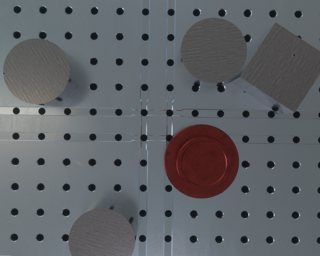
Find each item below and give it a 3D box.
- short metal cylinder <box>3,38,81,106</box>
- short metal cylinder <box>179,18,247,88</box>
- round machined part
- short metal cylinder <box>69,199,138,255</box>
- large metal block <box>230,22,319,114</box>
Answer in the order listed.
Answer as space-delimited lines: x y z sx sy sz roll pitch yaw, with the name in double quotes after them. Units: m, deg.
-0.149 -0.069 0.399 0.081 0.050 0.079 0 90 0 "short metal cylinder"
0.066 -0.094 0.401 0.081 0.050 0.079 0 90 0 "short metal cylinder"
0.055 0.044 0.405 0.099 0.042 0.097 0 90 0 "round machined part"
-0.071 0.137 0.400 0.081 0.050 0.079 0 90 0 "short metal cylinder"
0.153 -0.074 0.402 0.080 0.050 0.080 33 90 0 "large metal block"
